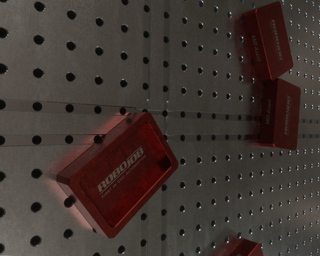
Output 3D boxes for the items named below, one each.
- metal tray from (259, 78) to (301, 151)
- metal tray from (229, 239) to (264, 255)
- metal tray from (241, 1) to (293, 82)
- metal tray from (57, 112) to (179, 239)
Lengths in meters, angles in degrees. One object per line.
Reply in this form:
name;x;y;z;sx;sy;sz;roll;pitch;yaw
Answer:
metal tray;0.238;-0.024;0.609;0.091;0.030;0.129;11;83;-40
metal tray;0.132;0.264;0.520;0.131;0.030;0.089;-29;109;-36
metal tray;0.204;-0.161;0.580;0.091;0.030;0.129;-31;110;-36
metal tray;-0.043;0.052;0.371;0.131;0.030;0.090;-43;116;-32
